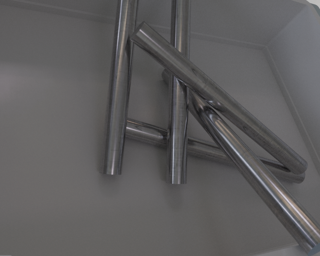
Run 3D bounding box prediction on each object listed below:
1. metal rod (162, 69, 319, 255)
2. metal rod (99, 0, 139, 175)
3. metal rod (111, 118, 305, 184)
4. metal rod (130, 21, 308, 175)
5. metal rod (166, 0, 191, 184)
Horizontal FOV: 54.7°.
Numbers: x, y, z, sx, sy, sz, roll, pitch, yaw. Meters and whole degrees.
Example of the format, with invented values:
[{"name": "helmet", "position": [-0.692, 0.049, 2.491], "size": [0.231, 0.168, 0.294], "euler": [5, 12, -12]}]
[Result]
[{"name": "metal rod", "position": [0.074, 0.009, 0.362], "size": [0.025, 0.025, 0.300], "euler": [-2, 38, -29]}, {"name": "metal rod", "position": [-0.042, -0.097, 0.361], "size": [0.025, 0.025, 0.298], "euler": [8, 84, -25]}, {"name": "metal rod", "position": [0.076, 0.033, 0.425], "size": [0.302, 0.025, 0.025], "euler": [16, 55, -19]}, {"name": "metal rod", "position": [0.089, -0.024, 0.390], "size": [0.301, 0.025, 0.025], "euler": [35, 50, -22]}, {"name": "metal rod", "position": [0.025, -0.082, 0.389], "size": [0.025, 0.025, 0.298], "euler": [5, 83, -26]}]
